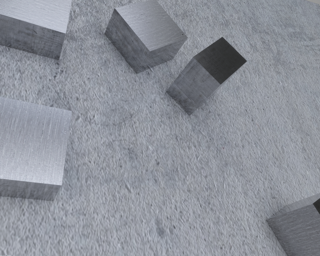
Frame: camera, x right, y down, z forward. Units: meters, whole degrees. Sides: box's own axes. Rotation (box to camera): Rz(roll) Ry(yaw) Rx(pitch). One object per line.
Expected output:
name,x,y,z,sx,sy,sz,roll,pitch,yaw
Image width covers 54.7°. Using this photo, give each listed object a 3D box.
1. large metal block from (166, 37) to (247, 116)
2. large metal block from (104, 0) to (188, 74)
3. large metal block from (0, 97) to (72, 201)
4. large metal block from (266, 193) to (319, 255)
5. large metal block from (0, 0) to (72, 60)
large metal block,0.067,-0.075,0.450,0.050,0.080,0.080,46,51,4
large metal block,-0.021,-0.137,0.460,0.081,0.050,0.080,-31,79,-38
large metal block,-0.136,0.021,0.301,0.081,0.050,0.080,12,57,-22
large metal block,0.199,0.134,0.394,0.050,0.080,0.080,-18,71,-35
large metal block,-0.159,-0.141,0.388,0.081,0.050,0.080,12,57,-22
